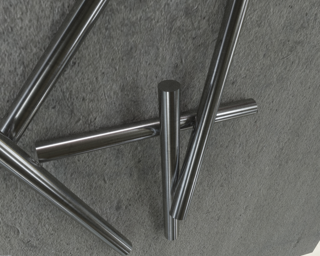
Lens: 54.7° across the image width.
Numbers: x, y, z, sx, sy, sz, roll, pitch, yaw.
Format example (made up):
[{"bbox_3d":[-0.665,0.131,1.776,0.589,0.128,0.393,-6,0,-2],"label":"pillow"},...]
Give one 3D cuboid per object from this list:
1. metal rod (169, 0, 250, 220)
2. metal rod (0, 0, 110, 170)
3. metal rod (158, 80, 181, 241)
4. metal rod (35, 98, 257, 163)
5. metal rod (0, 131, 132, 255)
[{"bbox_3d":[0.060,-0.018,0.397,0.025,0.025,0.298,5,107,-31],"label":"metal rod"},{"bbox_3d":[-0.104,-0.067,0.308,0.025,0.025,0.299,29,102,-38],"label":"metal rod"},{"bbox_3d":[0.015,0.068,0.434,0.025,0.025,0.298,-18,133,-18],"label":"metal rod"},{"bbox_3d":[-0.001,-0.002,0.404,0.302,0.025,0.025,-12,124,-22],"label":"metal rod"},{"bbox_3d":[-0.109,0.099,0.389,0.025,0.025,0.299,-35,135,-5],"label":"metal rod"}]
